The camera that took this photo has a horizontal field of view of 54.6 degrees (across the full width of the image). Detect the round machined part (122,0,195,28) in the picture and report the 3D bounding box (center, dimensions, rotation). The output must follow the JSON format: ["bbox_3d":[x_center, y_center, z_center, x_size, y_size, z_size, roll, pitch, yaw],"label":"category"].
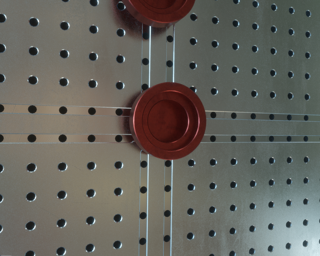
[{"bbox_3d":[-0.005,-0.179,0.401,0.099,0.042,0.097,0,90,-20],"label":"round machined part"}]

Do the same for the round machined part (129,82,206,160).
[{"bbox_3d":[0.007,-0.009,0.406,0.099,0.042,0.097,0,90,-20],"label":"round machined part"}]
